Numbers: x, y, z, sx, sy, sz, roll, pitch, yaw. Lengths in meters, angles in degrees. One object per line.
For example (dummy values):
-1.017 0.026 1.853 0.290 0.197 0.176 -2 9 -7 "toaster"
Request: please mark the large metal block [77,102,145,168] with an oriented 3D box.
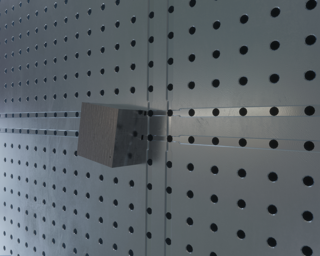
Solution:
-0.074 0.007 0.455 0.080 0.050 0.080 12 98 39 "large metal block"
